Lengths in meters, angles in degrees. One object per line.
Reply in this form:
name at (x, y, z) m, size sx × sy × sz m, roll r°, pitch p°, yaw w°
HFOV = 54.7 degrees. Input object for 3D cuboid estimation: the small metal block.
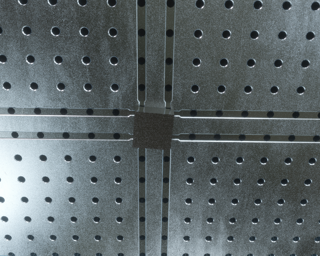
small metal block at (-0.009, 0.000, 0.413) m, size 0.050 × 0.025 × 0.050 m, roll 5°, pitch 110°, yaw -2°
